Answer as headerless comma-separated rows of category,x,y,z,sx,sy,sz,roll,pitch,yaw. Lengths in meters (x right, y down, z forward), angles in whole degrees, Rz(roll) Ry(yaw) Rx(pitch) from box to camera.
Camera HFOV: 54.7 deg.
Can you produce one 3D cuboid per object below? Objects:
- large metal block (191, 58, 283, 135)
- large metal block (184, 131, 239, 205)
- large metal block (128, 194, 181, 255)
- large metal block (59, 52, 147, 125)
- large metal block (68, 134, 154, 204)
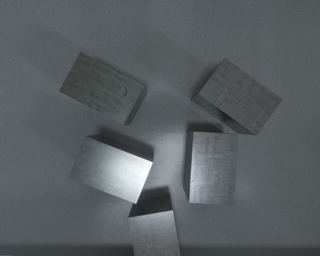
large metal block,0.090,-0.035,0.385,0.080,0.080,0.050,36,90,-1
large metal block,0.060,0.045,0.385,0.050,0.080,0.079,3,90,0
large metal block,-0.004,0.135,0.384,0.050,0.080,0.080,-9,90,0
large metal block,-0.065,-0.044,0.383,0.080,0.080,0.050,28,90,-1
large metal block,-0.055,0.046,0.383,0.080,0.080,0.050,21,90,-1
